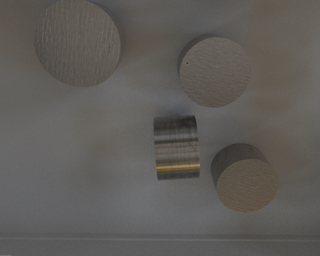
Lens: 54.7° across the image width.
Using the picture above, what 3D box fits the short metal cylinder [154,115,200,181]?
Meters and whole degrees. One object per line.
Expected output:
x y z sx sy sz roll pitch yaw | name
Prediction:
0.020 0.025 0.391 0.050 0.080 0.079 -4 110 1 | short metal cylinder

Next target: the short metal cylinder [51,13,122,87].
-0.086 -0.093 0.363 0.081 0.050 0.079 0 110 0 | short metal cylinder

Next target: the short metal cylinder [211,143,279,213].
0.113 0.067 0.424 0.081 0.050 0.079 0 110 0 | short metal cylinder

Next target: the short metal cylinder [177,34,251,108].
0.062 -0.070 0.373 0.081 0.050 0.079 0 110 0 | short metal cylinder

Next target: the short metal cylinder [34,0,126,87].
-0.077 -0.086 0.312 0.081 0.050 0.079 0 110 0 | short metal cylinder
